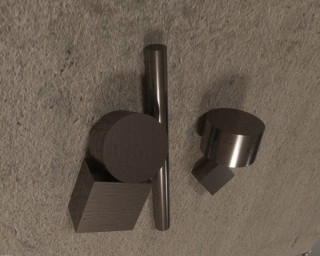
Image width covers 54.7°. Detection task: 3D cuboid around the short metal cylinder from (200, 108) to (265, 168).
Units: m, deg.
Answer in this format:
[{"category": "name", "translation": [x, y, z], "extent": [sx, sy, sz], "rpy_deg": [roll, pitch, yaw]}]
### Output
[{"category": "short metal cylinder", "translation": [0.100, 0.012, 0.436], "extent": [0.081, 0.080, 0.050], "rpy_deg": [-8, 122, -25]}]

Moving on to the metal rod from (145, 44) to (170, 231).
[{"category": "metal rod", "translation": [0.000, 0.034, 0.429], "extent": [0.025, 0.025, 0.298], "rpy_deg": [-16, 125, -20]}]

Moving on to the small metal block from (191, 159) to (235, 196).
[{"category": "small metal block", "translation": [0.087, 0.075, 0.503], "extent": [0.050, 0.025, 0.050], "rpy_deg": [-42, 130, 0]}]

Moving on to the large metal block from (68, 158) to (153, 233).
[{"category": "large metal block", "translation": [-0.067, 0.089, 0.411], "extent": [0.081, 0.050, 0.079], "rpy_deg": [9, 114, -33]}]

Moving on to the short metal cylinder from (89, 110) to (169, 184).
[{"category": "short metal cylinder", "translation": [-0.037, 0.020, 0.367], "extent": [0.081, 0.050, 0.079], "rpy_deg": [-5, 99, -29]}]
